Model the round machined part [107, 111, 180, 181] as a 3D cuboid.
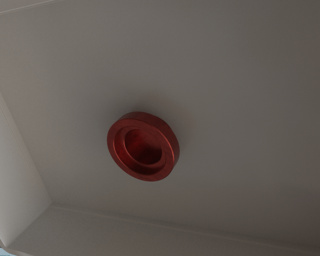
[{"bbox_3d":[-0.019,0.021,0.419,0.098,0.042,0.097,13,124,20],"label":"round machined part"}]
